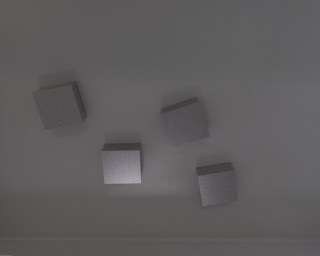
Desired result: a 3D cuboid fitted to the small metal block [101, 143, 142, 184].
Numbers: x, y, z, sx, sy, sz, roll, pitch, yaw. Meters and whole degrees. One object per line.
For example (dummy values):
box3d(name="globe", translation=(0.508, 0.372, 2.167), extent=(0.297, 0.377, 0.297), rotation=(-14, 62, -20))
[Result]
box3d(name="small metal block", translation=(-0.052, 0.049, 0.429), extent=(0.050, 0.025, 0.050), rotation=(-1, 110, 0))

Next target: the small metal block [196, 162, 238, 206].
box3d(name="small metal block", translation=(0.081, 0.080, 0.441), extent=(0.050, 0.025, 0.050), rotation=(-10, 110, 3))

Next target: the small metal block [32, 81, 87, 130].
box3d(name="small metal block", translation=(-0.128, -0.029, 0.399), extent=(0.050, 0.025, 0.050), rotation=(-11, 110, 4))

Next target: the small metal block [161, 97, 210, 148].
box3d(name="small metal block", translation=(0.033, -0.007, 0.409), extent=(0.050, 0.025, 0.050), rotation=(-19, 109, 6))
